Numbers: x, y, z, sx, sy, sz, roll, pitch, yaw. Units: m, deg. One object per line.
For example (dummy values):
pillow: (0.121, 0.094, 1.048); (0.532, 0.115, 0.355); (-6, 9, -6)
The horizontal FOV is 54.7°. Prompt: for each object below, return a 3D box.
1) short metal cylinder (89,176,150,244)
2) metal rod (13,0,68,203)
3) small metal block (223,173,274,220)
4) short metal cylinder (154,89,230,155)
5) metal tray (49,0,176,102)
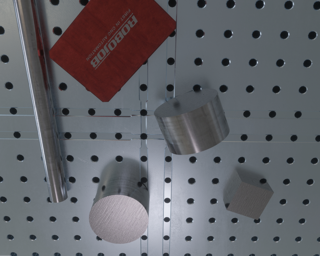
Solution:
short metal cylinder: (-0.056, 0.116, 0.442); (0.081, 0.050, 0.079); (0, 110, 0)
metal rod: (-0.152, -0.038, 0.397); (0.025, 0.025, 0.298); (-2, 110, 0)
small metal block: (0.128, 0.100, 0.451); (0.050, 0.025, 0.050); (20, 109, -7)
short metal cylinder: (0.039, -0.009, 0.381); (0.080, 0.080, 0.050); (-19, 109, 7)
metal tray: (-0.056, -0.107, 0.371); (0.090, 0.030, 0.130); (41, 105, -14)
